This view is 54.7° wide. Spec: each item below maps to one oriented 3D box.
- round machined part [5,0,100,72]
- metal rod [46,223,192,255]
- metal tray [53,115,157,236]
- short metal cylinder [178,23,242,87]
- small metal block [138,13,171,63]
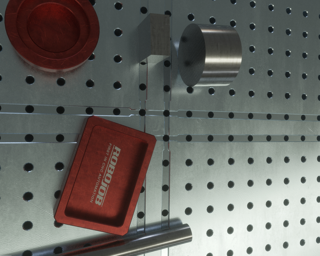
[{"bbox_3d":[-0.123,-0.113,0.358,0.099,0.042,0.097,0,90,-21],"label":"round machined part"},{"bbox_3d":[-0.102,0.160,0.375,0.303,0.025,0.025,-6,92,-20],"label":"metal rod"},{"bbox_3d":[-0.067,0.058,0.385,0.091,0.030,0.129,20,83,-19],"label":"metal tray"},{"bbox_3d":[0.063,-0.095,0.408,0.050,0.080,0.079,-4,92,-20],"label":"short metal cylinder"},{"bbox_3d":[-0.008,-0.113,0.397,0.025,0.050,0.050,-2,91,-20],"label":"small metal block"}]
